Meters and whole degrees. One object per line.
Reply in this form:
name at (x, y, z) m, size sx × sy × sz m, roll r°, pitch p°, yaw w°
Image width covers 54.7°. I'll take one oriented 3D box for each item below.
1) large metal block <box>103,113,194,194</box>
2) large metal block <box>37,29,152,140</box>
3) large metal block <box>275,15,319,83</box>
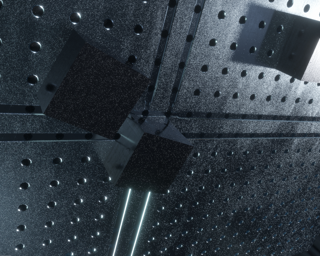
large metal block at (-0.016, 0.036, 0.410) m, size 0.081 × 0.050 × 0.080 m, roll 18°, pitch 109°, yaw -36°
large metal block at (-0.071, -0.044, 0.330) m, size 0.080 × 0.050 × 0.080 m, roll 25°, pitch 105°, yaw -37°
large metal block at (0.231, -0.113, 0.454) m, size 0.081 × 0.050 × 0.079 m, roll 0°, pitch 118°, yaw -29°
